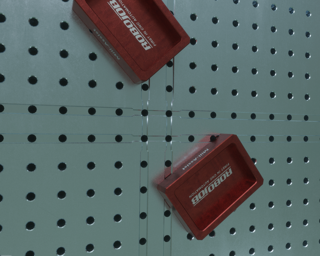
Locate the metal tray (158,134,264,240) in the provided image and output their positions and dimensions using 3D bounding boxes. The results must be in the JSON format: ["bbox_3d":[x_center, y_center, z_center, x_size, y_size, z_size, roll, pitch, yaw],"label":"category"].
[{"bbox_3d":[0.074,0.079,0.436,0.131,0.030,0.090,-37,102,-16],"label":"metal tray"}]

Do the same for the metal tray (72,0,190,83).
[{"bbox_3d":[-0.034,-0.134,0.396,0.090,0.030,0.130,-44,104,-15],"label":"metal tray"}]
